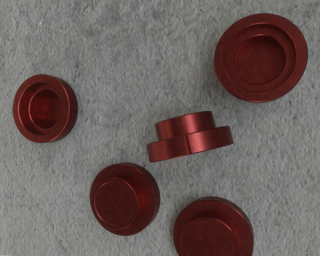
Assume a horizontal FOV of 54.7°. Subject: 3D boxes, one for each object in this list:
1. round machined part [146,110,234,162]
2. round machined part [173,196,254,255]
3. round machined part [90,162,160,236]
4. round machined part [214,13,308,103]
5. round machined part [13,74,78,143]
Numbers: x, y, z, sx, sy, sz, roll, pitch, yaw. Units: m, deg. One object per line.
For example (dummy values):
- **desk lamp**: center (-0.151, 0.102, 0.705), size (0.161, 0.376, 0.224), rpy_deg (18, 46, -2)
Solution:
- **round machined part**: center (0.032, 0.008, 0.359), size (0.098, 0.098, 0.042), rpy_deg (-14, 85, 19)
- **round machined part**: center (0.063, 0.136, 0.377), size (0.098, 0.042, 0.097), rpy_deg (0, 90, 19)
- **round machined part**: center (-0.053, 0.097, 0.417), size (0.098, 0.042, 0.097), rpy_deg (0, 90, 19)
- **round machined part**: center (0.116, -0.077, 0.359), size (0.098, 0.042, 0.097), rpy_deg (0, 90, 19)
- **round machined part**: center (-0.162, -0.027, 0.455), size (0.098, 0.042, 0.097), rpy_deg (0, 90, 19)
